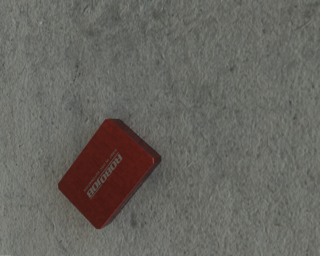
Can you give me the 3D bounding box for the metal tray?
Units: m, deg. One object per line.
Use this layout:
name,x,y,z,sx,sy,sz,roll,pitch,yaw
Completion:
metal tray,-0.072,0.062,0.430,0.090,0.030,0.130,41,103,15
